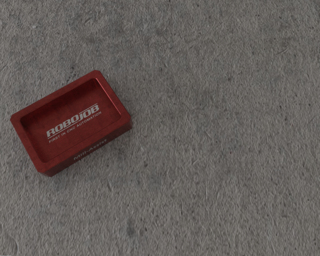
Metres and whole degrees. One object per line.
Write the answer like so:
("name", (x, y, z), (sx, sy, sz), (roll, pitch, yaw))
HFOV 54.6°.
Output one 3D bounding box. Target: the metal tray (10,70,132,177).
("metal tray", (-0.114, -0.008, 0.407), (0.131, 0.030, 0.090), (-32, 73, -11))
